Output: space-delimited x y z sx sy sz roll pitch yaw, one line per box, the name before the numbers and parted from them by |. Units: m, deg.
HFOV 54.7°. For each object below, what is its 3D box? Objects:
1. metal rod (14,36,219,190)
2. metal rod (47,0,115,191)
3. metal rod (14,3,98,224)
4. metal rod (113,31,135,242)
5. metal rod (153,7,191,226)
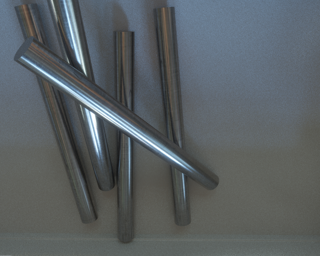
metal rod | -0.019 0.006 0.347 0.025 0.025 0.301 -41 131 14
metal rod | -0.079 -0.026 0.337 0.025 0.025 0.298 -1 135 0
metal rod | -0.129 -0.004 0.408 0.025 0.025 0.298 -9 110 3
metal rod | -0.047 0.025 0.419 0.025 0.025 0.298 2 110 -1
metal rod | 0.019 0.000 0.411 0.025 0.025 0.298 -5 110 2
